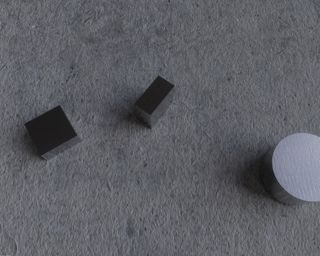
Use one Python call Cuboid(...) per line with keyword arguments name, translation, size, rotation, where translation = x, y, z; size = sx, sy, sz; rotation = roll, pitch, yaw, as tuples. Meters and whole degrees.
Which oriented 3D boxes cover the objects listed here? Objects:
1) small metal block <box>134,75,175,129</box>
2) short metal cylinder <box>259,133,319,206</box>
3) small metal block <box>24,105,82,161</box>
Cuboid(name="small metal block", translation=(-0.007, -0.033, 0.407), size=(0.025, 0.050, 0.050), rotation=(35, 74, 11))
Cuboid(name="short metal cylinder", translation=(0.169, 0.052, 0.377), size=(0.081, 0.050, 0.080), rotation=(0, 70, 0))
Cuboid(name="small metal block", translation=(-0.139, 0.006, 0.405), size=(0.050, 0.025, 0.050), rotation=(-31, 73, -11))
